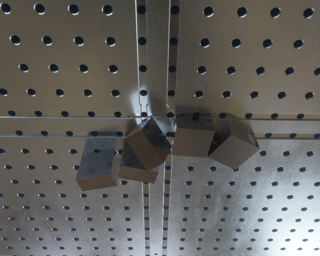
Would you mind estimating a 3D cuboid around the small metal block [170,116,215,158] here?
[{"bbox_3d":[0.043,0.013,0.422,0.050,0.025,0.050,5,130,-5],"label":"small metal block"}]

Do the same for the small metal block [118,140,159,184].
[{"bbox_3d":[-0.029,0.047,0.435,0.050,0.050,0.025,11,129,-10],"label":"small metal block"}]

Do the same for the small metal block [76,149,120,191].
[{"bbox_3d":[-0.087,0.060,0.445,0.050,0.050,0.025,-10,129,8],"label":"small metal block"}]

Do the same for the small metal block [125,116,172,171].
[{"bbox_3d":[-0.013,0.019,0.401,0.025,0.050,0.050,-29,102,23],"label":"small metal block"}]

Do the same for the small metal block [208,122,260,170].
[{"bbox_3d":[0.101,0.026,0.435,0.050,0.025,0.050,26,126,-20],"label":"small metal block"}]
